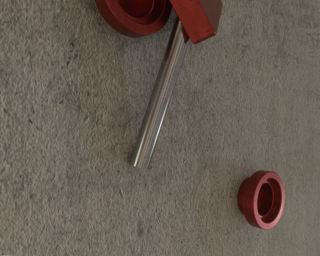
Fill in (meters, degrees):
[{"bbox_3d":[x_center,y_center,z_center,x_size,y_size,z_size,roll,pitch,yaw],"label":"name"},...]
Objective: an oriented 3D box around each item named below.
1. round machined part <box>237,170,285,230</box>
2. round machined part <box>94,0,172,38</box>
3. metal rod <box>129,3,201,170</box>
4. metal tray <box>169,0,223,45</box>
[{"bbox_3d":[0.172,0.122,0.538,0.099,0.042,0.097,0,90,-40],"label":"round machined part"},{"bbox_3d":[-0.036,-0.155,0.363,0.099,0.042,0.097,0,90,-40],"label":"round machined part"},{"bbox_3d":[0.019,-0.095,0.388,0.025,0.025,0.299,19,88,-39],"label":"metal rod"},{"bbox_3d":[0.045,-0.176,0.402,0.090,0.030,0.130,56,31,-25],"label":"metal tray"}]
